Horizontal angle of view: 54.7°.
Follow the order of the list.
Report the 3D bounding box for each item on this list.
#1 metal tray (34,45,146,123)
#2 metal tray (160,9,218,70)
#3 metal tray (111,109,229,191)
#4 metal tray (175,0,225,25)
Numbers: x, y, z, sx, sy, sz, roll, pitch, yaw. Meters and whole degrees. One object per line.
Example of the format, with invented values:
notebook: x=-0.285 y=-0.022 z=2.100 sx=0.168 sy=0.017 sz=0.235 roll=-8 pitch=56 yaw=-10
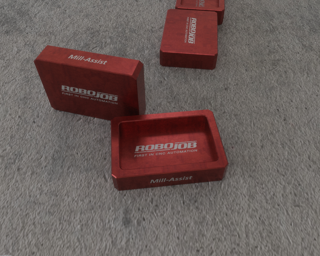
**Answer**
metal tray: x=-0.086 y=-0.053 z=0.404 sx=0.131 sy=0.090 sz=0.030 roll=11 pitch=51 yaw=9
metal tray: x=0.051 y=-0.155 z=0.531 sx=0.091 sy=0.030 sz=0.130 roll=5 pitch=50 yaw=4
metal tray: x=0.008 y=0.024 z=0.379 sx=0.131 sy=0.030 sz=0.090 roll=-5 pitch=50 yaw=-4
metal tray: x=0.080 y=-0.256 z=0.614 sx=0.090 sy=0.030 sz=0.130 roll=6 pitch=50 yaw=4
